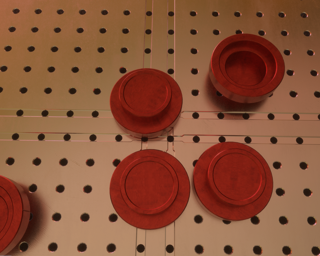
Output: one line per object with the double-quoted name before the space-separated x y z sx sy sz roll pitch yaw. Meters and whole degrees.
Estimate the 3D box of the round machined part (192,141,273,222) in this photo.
"round machined part" 0.090 0.063 0.380 0.099 0.042 0.098 0 70 0

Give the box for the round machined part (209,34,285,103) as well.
"round machined part" 0.117 -0.079 0.432 0.099 0.042 0.098 0 70 0

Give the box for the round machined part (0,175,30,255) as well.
"round machined part" -0.201 0.105 0.363 0.099 0.042 0.098 0 70 0

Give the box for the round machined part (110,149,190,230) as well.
"round machined part" -0.012 0.072 0.376 0.099 0.042 0.098 0 70 0

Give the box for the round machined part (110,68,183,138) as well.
"round machined part" -0.018 -0.039 0.417 0.099 0.042 0.098 0 70 0
